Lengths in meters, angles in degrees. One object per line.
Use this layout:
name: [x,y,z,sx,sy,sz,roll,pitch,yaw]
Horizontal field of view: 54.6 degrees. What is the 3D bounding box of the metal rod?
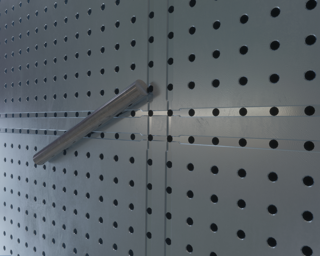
metal rod: [-0.130,0.002,0.518,0.299,0.025,0.025,-29,72,36]
